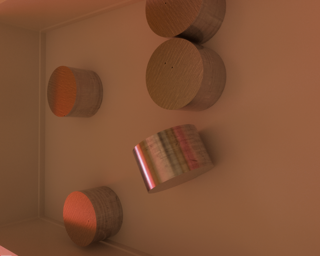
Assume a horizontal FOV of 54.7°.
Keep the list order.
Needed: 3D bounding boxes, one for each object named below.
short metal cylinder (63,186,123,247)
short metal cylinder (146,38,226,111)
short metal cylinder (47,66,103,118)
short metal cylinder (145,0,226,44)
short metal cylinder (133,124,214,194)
[{"bbox_3d":[-0.103,0.133,0.473,0.080,0.050,0.079,0,90,39],"label":"short metal cylinder"},{"bbox_3d":[0.030,-0.060,0.364,0.080,0.050,0.079,0,90,39],"label":"short metal cylinder"},{"bbox_3d":[-0.138,-0.057,0.502,0.080,0.050,0.079,0,90,39],"label":"short metal cylinder"},{"bbox_3d":[0.030,-0.142,0.365,0.080,0.050,0.079,0,90,39],"label":"short metal cylinder"},{"bbox_3d":[0.015,0.037,0.357,0.080,0.081,0.050,-35,69,34],"label":"short metal cylinder"}]
